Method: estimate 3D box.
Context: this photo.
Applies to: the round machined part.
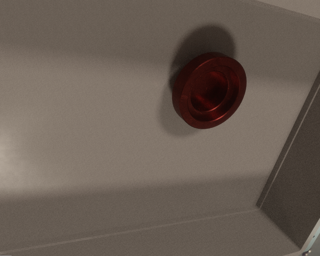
[{"bbox_3d":[0.059,-0.051,0.400,0.099,0.042,0.097,-14,125,-21],"label":"round machined part"}]
